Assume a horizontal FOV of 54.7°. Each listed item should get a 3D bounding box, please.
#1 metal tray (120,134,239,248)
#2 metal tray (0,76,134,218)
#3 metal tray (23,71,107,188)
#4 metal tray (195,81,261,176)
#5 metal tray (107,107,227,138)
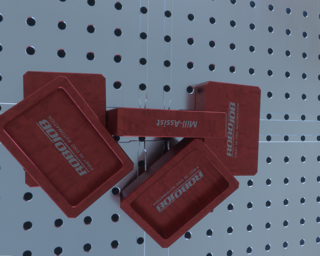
[{"bbox_3d":[0.024,0.081,0.400,0.130,0.030,0.090,-41,105,2],"label":"metal tray"},{"bbox_3d":[-0.103,0.021,0.339,0.090,0.030,0.130,-40,103,-16],"label":"metal tray"},{"bbox_3d":[-0.112,0.001,0.369,0.091,0.030,0.129,-1,91,-20],"label":"metal tray"},{"bbox_3d":[0.097,0.002,0.446,0.091,0.030,0.129,3,89,-21],"label":"metal tray"},{"bbox_3d":[0.004,-0.005,0.379,0.131,0.090,0.030,2,90,-20],"label":"metal tray"}]
